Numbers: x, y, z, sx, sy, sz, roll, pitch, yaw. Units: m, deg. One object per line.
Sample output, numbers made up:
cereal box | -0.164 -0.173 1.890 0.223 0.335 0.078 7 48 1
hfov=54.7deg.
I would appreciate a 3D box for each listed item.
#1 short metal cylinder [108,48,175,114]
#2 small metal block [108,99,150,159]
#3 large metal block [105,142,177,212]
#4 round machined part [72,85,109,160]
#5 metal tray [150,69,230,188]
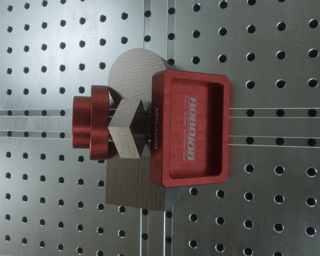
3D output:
short metal cylinder | -0.020 -0.059 0.405 0.080 0.050 0.080 0 90 20
small metal block | -0.034 0.001 0.366 0.025 0.050 0.050 0 132 17
large metal block | -0.022 0.059 0.407 0.080 0.050 0.080 2 91 20
round machined part | -0.091 -0.007 0.402 0.042 0.098 0.097 1 91 -13
metal tray | 0.036 0.001 0.367 0.030 0.091 0.129 2 91 63
